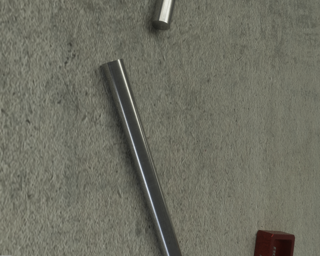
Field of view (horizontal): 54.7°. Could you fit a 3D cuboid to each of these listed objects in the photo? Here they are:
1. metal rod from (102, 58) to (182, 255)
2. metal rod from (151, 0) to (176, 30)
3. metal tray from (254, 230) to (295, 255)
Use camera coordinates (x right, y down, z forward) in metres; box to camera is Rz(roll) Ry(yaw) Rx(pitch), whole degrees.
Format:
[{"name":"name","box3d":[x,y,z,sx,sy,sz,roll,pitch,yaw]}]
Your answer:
[{"name":"metal rod","box3d":[-0.015,0.062,0.394,0.025,0.025,0.298,-27,107,-37]},{"name":"metal rod","box3d":[0.031,-0.279,0.431,0.025,0.025,0.299,20,78,-39]},{"name":"metal tray","box3d":[0.212,0.263,0.583,0.091,0.030,0.129,18,78,-39]}]
